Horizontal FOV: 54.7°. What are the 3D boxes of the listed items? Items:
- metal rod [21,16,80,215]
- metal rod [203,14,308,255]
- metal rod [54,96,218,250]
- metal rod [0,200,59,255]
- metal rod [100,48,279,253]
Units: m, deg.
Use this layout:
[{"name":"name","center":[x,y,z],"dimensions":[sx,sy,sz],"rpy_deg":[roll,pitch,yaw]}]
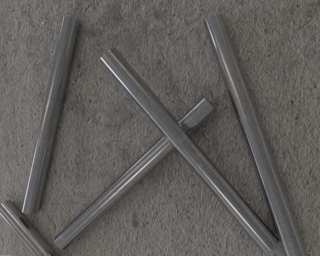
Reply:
[{"name":"metal rod","center":[-0.166,-0.016,0.467],"dimensions":[0.025,0.025,0.298],"rpy_deg":[16,95,19]},{"name":"metal rod","center":[0.111,0.007,0.369],"dimensions":[0.025,0.025,0.299],"rpy_deg":[-20,84,19]},{"name":"metal rod","center":[-0.041,0.069,0.423],"dimensions":[0.299,0.025,0.025],"rpy_deg":[-44,77,14]},{"name":"metal rod","center":[-0.142,0.221,0.458],"dimensions":[0.300,0.025,0.025],"rpy_deg":[41,103,15]},{"name":"metal rod","center":[0.033,0.024,0.373],"dimensions":[0.025,0.025,0.300],"rpy_deg":[-41,86,15]}]
